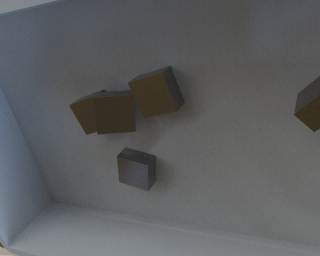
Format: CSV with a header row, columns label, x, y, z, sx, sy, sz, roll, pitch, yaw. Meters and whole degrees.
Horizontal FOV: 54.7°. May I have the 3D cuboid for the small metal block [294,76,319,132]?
label,x,y,z,sx,sy,sz,roll,pitch,yaw
small metal block,0.157,-0.030,0.291,0.025,0.050,0.050,41,129,0

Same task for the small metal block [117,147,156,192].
label,x,y,z,sx,sy,sz,roll,pitch,yaw
small metal block,-0.035,0.062,0.465,0.050,0.025,0.050,14,124,20

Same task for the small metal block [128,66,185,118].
label,x,y,z,sx,sy,sz,roll,pitch,yaw
small metal block,-0.004,-0.044,0.384,0.050,0.025,0.050,-11,113,33

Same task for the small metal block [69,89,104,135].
label,x,y,z,sx,sy,sz,roll,pitch,yaw
small metal block,-0.093,-0.022,0.444,0.050,0.025,0.050,-14,111,34

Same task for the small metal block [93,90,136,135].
label,x,y,z,sx,sy,sz,roll,pitch,yaw
small metal block,-0.059,-0.021,0.408,0.050,0.025,0.050,-4,113,-7
